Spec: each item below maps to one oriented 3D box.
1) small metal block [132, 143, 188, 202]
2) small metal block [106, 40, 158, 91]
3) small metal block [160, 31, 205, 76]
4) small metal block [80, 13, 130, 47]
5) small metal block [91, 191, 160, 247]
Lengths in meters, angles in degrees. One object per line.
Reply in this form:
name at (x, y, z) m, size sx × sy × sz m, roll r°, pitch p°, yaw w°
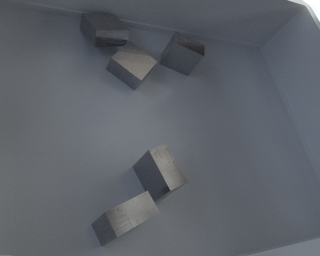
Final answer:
small metal block at (-0.001, 0.053, 0.358) m, size 0.025 × 0.050 × 0.050 m, roll -18°, pitch 72°, yaw -35°
small metal block at (-0.040, -0.089, 0.440) m, size 0.050 × 0.025 × 0.050 m, roll 37°, pitch 51°, yaw -4°
small metal block at (0.034, -0.113, 0.479) m, size 0.050 × 0.050 × 0.025 m, roll 20°, pitch 54°, yaw -17°
small metal block at (-0.079, -0.140, 0.440) m, size 0.050 × 0.025 × 0.050 m, roll -13°, pitch 50°, yaw -34°
small metal block at (-0.036, 0.092, 0.315) m, size 0.050 × 0.050 × 0.025 m, roll -20°, pitch 73°, yaw -36°
